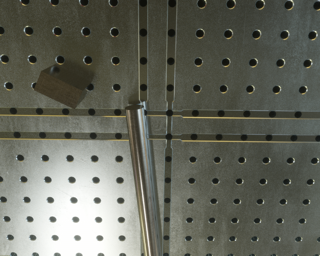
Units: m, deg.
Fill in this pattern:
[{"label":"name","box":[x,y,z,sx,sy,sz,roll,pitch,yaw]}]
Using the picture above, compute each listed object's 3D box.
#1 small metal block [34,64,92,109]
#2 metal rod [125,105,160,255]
[{"label":"small metal block","box":[-0.117,-0.052,0.380,0.050,0.050,0.025,26,108,-9]},{"label":"metal rod","box":[-0.021,0.112,0.454,0.025,0.025,0.298,-5,110,1]}]
